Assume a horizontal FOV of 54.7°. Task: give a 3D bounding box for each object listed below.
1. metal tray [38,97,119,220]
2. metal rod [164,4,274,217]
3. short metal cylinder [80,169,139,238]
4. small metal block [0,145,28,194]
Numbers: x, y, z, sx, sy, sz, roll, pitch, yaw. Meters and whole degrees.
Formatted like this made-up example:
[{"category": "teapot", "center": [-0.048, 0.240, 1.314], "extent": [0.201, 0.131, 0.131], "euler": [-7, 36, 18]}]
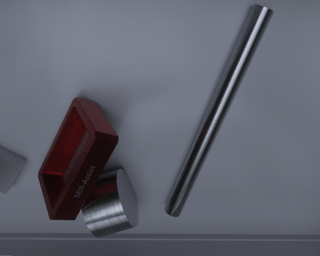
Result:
[{"category": "metal tray", "center": [-0.107, 0.038, 0.387], "extent": [0.030, 0.090, 0.129], "euler": [16, 113, -39]}, {"category": "metal rod", "center": [0.070, -0.008, 0.409], "extent": [0.025, 0.025, 0.298], "euler": [19, 109, -7]}, {"category": "short metal cylinder", "center": [-0.066, 0.101, 0.418], "extent": [0.050, 0.080, 0.080], "euler": [-18, 109, 6]}, {"category": "small metal block", "center": [-0.222, 0.056, 0.429], "extent": [0.050, 0.025, 0.050], "euler": [30, 107, -11]}]
